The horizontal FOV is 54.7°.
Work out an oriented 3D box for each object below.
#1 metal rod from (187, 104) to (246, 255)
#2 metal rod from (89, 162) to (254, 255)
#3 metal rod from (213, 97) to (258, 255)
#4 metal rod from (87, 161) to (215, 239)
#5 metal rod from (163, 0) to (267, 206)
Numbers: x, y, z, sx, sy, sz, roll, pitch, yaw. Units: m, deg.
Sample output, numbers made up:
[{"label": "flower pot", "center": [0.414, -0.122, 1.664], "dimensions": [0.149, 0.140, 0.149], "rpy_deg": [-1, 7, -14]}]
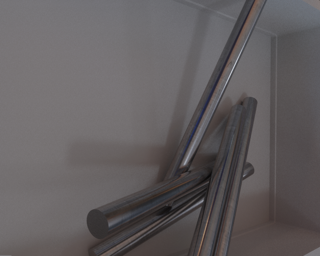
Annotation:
[{"label": "metal rod", "center": [0.076, 0.071, 0.396], "dimensions": [0.025, 0.025, 0.301], "rpy_deg": [54, 41, -26]}, {"label": "metal rod", "center": [0.039, 0.108, 0.439], "dimensions": [0.302, 0.025, 0.025], "rpy_deg": [-19, 102, -38]}, {"label": "metal rod", "center": [0.108, 0.063, 0.446], "dimensions": [0.025, 0.025, 0.301], "rpy_deg": [50, 45, -29]}, {"label": "metal rod", "center": [0.032, 0.068, 0.380], "dimensions": [0.302, 0.025, 0.025], "rpy_deg": [-8, 96, -56]}, {"label": "metal rod", "center": [0.067, -0.038, 0.407], "dimensions": [0.025, 0.025, 0.299], "rpy_deg": [23, 93, -38]}]
